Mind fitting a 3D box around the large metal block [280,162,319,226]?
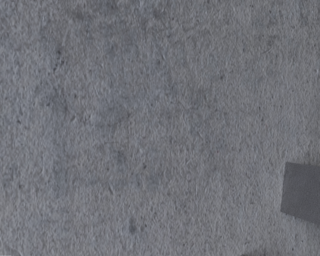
[{"bbox_3d":[0.235,0.098,0.469,0.050,0.080,0.080,8,88,-20],"label":"large metal block"}]
